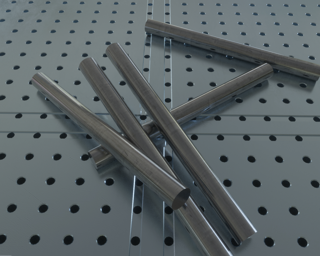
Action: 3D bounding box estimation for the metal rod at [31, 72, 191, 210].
[{"bbox_3d":[-0.080,-0.002,0.380,0.025,0.025,0.300,-35,50,-26],"label":"metal rod"}]

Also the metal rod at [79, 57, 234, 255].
[{"bbox_3d":[-0.018,0.023,0.360,0.025,0.025,0.300,-26,64,-21],"label":"metal rod"}]

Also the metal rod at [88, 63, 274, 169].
[{"bbox_3d":[0.043,-0.026,0.429,0.302,0.025,0.025,-27,56,-22],"label":"metal rod"}]

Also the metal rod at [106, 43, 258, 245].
[{"bbox_3d":[0.012,0.000,0.378,0.025,0.025,0.299,-25,64,-20],"label":"metal rod"}]

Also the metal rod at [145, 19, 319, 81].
[{"bbox_3d":[0.114,-0.136,0.523,0.301,0.025,0.025,21,53,16],"label":"metal rod"}]
